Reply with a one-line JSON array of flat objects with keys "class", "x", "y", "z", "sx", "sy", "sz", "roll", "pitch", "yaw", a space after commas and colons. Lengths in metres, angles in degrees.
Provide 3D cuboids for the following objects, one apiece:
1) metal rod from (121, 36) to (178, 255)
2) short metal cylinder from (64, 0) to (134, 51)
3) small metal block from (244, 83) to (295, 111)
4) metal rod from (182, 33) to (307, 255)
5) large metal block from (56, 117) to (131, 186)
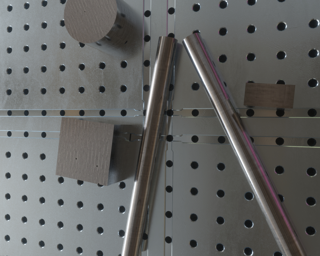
[{"class": "metal rod", "x": -0.015, "y": 0.029, "z": 0.417, "sx": 0.025, "sy": 0.025, "sz": 0.298, "roll": 11, "pitch": 94, "yaw": 19}, {"class": "short metal cylinder", "x": -0.084, "y": -0.151, "z": 0.429, "sx": 0.080, "sy": 0.050, "sz": 0.079, "roll": 0, "pitch": 90, "yaw": 20}, {"class": "small metal block", "x": 0.125, "y": -0.035, "z": 0.355, "sx": 0.050, "sy": 0.050, "sz": 0.025, "roll": 6, "pitch": 92, "yaw": 20}, {"class": "metal rod", "x": 0.100, "y": 0.020, "z": 0.377, "sx": 0.025, "sy": 0.025, "sz": 0.299, "roll": -26, "pitch": 81, "yaw": 18}, {"class": "large metal block", "x": -0.092, "y": 0.030, "z": 0.432, "sx": 0.080, "sy": 0.050, "sz": 0.079, "roll": 8, "pitch": 93, "yaw": 19}]
